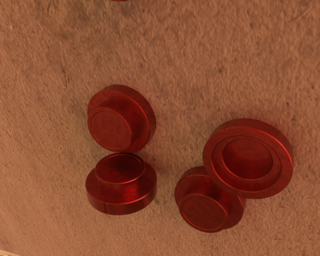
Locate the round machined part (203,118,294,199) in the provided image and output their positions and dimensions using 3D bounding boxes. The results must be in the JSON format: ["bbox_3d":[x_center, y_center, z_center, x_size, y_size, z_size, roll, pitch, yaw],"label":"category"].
[{"bbox_3d":[0.103,0.031,0.360,0.098,0.042,0.097,13,124,20],"label":"round machined part"}]

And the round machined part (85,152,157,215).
[{"bbox_3d":[-0.054,0.070,0.429,0.098,0.098,0.042,13,124,21],"label":"round machined part"}]

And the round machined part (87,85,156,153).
[{"bbox_3d":[-0.058,-0.006,0.421,0.098,0.042,0.097,13,124,20],"label":"round machined part"}]

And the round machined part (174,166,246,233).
[{"bbox_3d":[0.064,0.104,0.426,0.098,0.042,0.097,13,124,20],"label":"round machined part"}]
